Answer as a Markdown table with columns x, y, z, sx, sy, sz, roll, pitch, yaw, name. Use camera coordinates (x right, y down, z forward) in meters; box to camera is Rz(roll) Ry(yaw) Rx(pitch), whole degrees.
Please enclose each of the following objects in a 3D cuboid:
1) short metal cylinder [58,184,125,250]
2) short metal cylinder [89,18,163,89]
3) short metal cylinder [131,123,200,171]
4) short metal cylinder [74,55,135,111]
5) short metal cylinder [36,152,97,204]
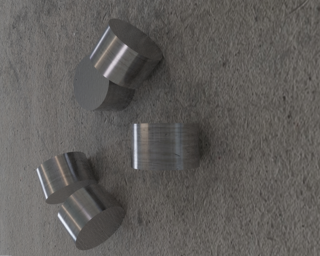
| x | y | z | sx | sy | sz | roll | pitch | yaw | name |
| --- | --- | --- | --- | --- | --- | --- | --- | --- | --- |
| -0.099 | 0.129 | 0.451 | 0.050 | 0.081 | 0.079 | 40 | 114 | 33 | short metal cylinder |
| -0.044 | -0.097 | 0.406 | 0.050 | 0.081 | 0.080 | -49 | 61 | 29 | short metal cylinder |
| 0.006 | 0.020 | 0.364 | 0.080 | 0.081 | 0.050 | -1 | 90 | 40 | short metal cylinder |
| -0.082 | -0.065 | 0.457 | 0.080 | 0.050 | 0.080 | 0 | 90 | 40 | short metal cylinder |
| -0.148 | 0.080 | 0.491 | 0.080 | 0.081 | 0.050 | -42 | 65 | 32 | short metal cylinder |
